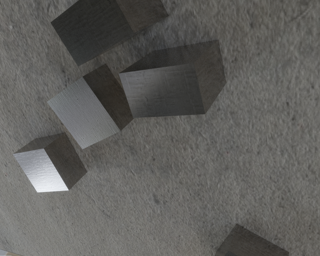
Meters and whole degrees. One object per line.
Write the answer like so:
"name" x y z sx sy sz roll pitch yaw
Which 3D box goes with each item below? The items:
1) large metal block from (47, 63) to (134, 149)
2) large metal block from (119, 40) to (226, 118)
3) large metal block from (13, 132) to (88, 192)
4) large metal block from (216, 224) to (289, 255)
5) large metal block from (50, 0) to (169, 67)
"large metal block" -0.090 -0.028 0.419 0.080 0.050 0.080 -24 106 36
"large metal block" 0.017 -0.053 0.329 0.080 0.080 0.050 -2 118 29
"large metal block" -0.184 0.059 0.522 0.080 0.050 0.080 -10 113 32
"large metal block" 0.126 0.199 0.447 0.080 0.050 0.079 27 128 10
"large metal block" -0.050 -0.115 0.325 0.080 0.080 0.050 -19 109 35
